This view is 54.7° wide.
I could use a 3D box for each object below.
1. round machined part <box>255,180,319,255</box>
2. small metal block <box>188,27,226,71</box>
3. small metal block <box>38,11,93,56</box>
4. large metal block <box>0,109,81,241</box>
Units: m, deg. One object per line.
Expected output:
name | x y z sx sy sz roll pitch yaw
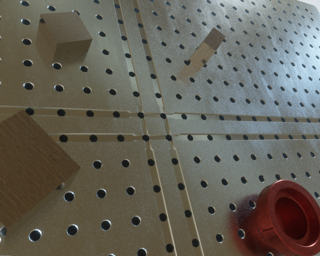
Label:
round machined part | 0.169 0.123 0.416 0.099 0.042 0.098 14 56 -21
small metal block | 0.078 -0.132 0.517 0.025 0.050 0.050 37 51 -4
small metal block | -0.128 -0.128 0.418 0.050 0.025 0.050 -21 73 -36
large metal block | -0.138 0.043 0.292 0.080 0.050 0.080 45 51 2
